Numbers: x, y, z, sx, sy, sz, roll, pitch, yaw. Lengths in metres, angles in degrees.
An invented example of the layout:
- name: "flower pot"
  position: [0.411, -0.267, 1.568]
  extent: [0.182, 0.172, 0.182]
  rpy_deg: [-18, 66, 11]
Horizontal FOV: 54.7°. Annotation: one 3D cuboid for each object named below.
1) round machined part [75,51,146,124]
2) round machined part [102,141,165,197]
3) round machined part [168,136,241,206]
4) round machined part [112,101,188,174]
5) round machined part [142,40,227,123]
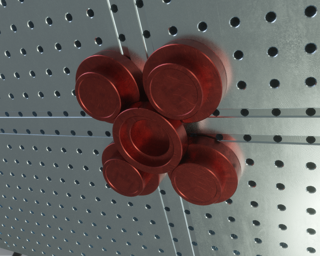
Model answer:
- name: "round machined part"
  position: [-0.071, -0.047, 0.406]
  extent: [0.098, 0.042, 0.097]
  rpy_deg: [13, 124, 20]
- name: "round machined part"
  position: [-0.046, 0.064, 0.462]
  extent: [0.098, 0.042, 0.097]
  rpy_deg: [13, 124, 20]
- name: "round machined part"
  position: [0.053, 0.063, 0.409]
  extent: [0.098, 0.042, 0.097]
  rpy_deg: [13, 124, 20]
- name: "round machined part"
  position: [-0.009, 0.009, 0.407]
  extent: [0.098, 0.042, 0.097]
  rpy_deg: [13, 124, 20]
- name: "round machined part"
  position: [0.023, -0.048, 0.357]
  extent: [0.098, 0.042, 0.097]
  rpy_deg: [13, 124, 20]
